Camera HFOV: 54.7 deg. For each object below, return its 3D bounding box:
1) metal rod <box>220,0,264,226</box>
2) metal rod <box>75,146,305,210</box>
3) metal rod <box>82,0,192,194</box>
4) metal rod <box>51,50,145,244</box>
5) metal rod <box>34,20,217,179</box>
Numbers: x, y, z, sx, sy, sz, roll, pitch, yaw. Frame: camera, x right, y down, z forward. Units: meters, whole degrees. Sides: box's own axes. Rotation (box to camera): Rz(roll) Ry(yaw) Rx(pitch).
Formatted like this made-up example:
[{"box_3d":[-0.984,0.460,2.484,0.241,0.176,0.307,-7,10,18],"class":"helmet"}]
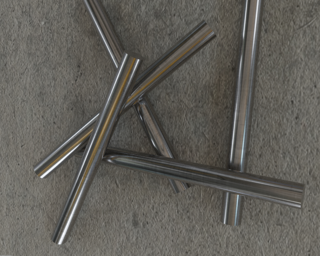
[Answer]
[{"box_3d":[0.100,-0.034,0.373,0.025,0.025,0.298,6,92,20],"class":"metal rod"},{"box_3d":[0.010,0.048,0.375,0.300,0.025,0.025,8,93,30],"class":"metal rod"},{"box_3d":[-0.035,-0.053,0.421,0.025,0.025,0.299,-29,81,18],"class":"metal rod"},{"box_3d":[-0.089,0.041,0.404,0.025,0.025,0.298,34,114,17],"class":"metal rod"},{"box_3d":[-0.055,-0.027,0.400,0.300,0.025,0.025,-38,78,16],"class":"metal rod"}]
